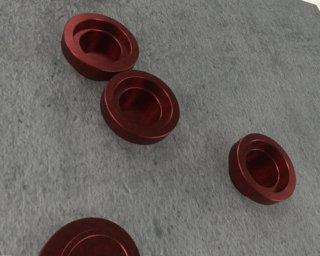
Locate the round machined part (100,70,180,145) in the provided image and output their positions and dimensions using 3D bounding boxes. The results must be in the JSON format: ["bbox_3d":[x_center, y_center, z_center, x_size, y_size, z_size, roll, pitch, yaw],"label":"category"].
[{"bbox_3d":[-0.028,-0.022,0.392,0.099,0.042,0.098,14,56,-21],"label":"round machined part"}]

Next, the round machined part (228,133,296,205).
[{"bbox_3d":[0.136,0.060,0.432,0.099,0.042,0.098,14,56,-21],"label":"round machined part"}]

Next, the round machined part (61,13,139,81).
[{"bbox_3d":[-0.081,-0.102,0.412,0.099,0.042,0.098,14,55,-21],"label":"round machined part"}]

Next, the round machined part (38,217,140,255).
[{"bbox_3d":[-0.061,0.130,0.281,0.099,0.042,0.098,14,56,-21],"label":"round machined part"}]
